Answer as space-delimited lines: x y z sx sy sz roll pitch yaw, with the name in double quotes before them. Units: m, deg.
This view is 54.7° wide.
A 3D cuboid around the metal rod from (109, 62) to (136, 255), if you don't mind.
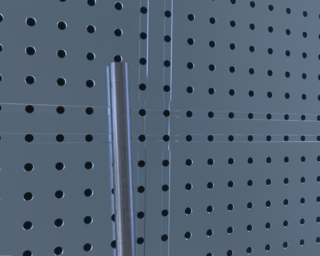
"metal rod" -0.047 0.068 0.396 0.025 0.025 0.298 -2 91 -20
